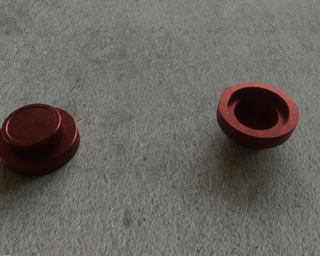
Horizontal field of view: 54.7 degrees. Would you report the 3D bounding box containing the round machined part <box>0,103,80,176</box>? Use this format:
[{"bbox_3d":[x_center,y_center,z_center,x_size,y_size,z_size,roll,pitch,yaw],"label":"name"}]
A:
[{"bbox_3d":[-0.153,0.007,0.385,0.099,0.042,0.098,0,50,0],"label":"round machined part"}]

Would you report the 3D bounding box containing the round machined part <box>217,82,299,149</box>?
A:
[{"bbox_3d":[0.123,-0.012,0.403,0.099,0.042,0.098,0,50,0],"label":"round machined part"}]
